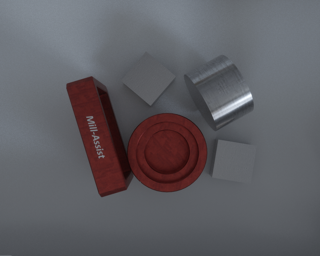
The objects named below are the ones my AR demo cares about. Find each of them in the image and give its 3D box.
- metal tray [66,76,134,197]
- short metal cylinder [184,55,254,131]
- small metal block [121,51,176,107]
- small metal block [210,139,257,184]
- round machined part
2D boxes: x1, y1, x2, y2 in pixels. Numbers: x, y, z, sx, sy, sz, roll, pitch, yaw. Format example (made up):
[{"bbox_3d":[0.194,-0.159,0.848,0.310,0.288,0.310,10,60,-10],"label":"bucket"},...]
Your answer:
[{"bbox_3d":[-0.069,0.009,0.376,0.030,0.090,0.129,-17,90,0],"label":"metal tray"},{"bbox_3d":[0.071,-0.043,0.383,0.050,0.080,0.080,-29,90,0],"label":"short metal cylinder"},{"bbox_3d":[-0.015,-0.063,0.409,0.050,0.025,0.050,40,90,1],"label":"small metal block"},{"bbox_3d":[0.096,0.043,0.411,0.050,0.025,0.050,9,89,1],"label":"small metal block"},{"bbox_3d":[0.009,0.030,0.400,0.099,0.042,0.097,0,90,-1],"label":"round machined part"}]
